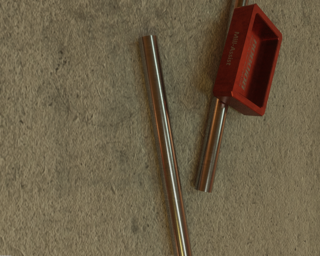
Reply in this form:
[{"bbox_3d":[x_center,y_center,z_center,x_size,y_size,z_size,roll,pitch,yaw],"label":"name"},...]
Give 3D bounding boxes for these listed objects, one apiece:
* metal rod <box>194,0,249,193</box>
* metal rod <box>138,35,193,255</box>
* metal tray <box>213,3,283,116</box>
[{"bbox_3d":[0.090,-0.059,0.442,0.025,0.025,0.298,13,86,-20],"label":"metal rod"},{"bbox_3d":[0.008,0.030,0.411,0.025,0.025,0.298,-11,94,-20],"label":"metal rod"},{"bbox_3d":[0.125,-0.091,0.431,0.090,0.030,0.129,23,79,-43],"label":"metal tray"}]
